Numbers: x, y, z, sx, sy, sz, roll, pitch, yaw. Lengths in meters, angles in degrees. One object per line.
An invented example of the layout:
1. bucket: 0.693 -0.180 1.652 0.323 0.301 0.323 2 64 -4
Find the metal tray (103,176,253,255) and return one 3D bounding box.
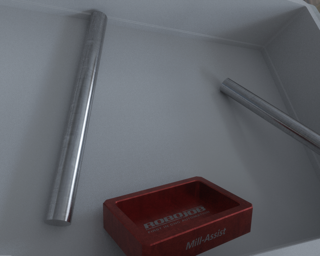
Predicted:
1. metal tray: 0.018 0.091 0.321 0.131 0.090 0.030 -8 107 -32

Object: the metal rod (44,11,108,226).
1. metal rod: -0.094 -0.035 0.377 0.025 0.025 0.299 15 55 -20

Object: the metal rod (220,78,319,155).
1. metal rod: 0.214 0.013 0.450 0.300 0.025 0.025 38 47 24
